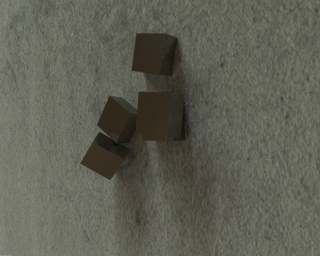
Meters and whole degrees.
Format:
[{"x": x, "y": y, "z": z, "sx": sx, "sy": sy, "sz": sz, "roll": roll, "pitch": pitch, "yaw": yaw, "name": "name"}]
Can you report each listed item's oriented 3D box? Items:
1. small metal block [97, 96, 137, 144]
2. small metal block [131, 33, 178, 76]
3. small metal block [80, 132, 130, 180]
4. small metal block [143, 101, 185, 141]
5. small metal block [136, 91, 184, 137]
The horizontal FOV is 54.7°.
[{"x": -0.059, "y": -0.012, "z": 0.451, "sx": 0.050, "sy": 0.025, "sz": 0.050, "roll": 39, "pitch": 112, "yaw": 33, "name": "small metal block"}, {"x": -0.008, "y": -0.097, "z": 0.410, "sx": 0.050, "sy": 0.025, "sz": 0.050, "roll": 14, "pitch": 99, "yaw": 38, "name": "small metal block"}, {"x": -0.080, "y": 0.041, "z": 0.447, "sx": 0.050, "sy": 0.025, "sz": 0.050, "roll": 31, "pitch": 126, "yaw": -8, "name": "small metal block"}, {"x": 0.004, "y": -0.009, "z": 0.400, "sx": 0.050, "sy": 0.025, "sz": 0.050, "roll": -1, "pitch": 89, "yaw": 39, "name": "small metal block"}, {"x": -0.001, "y": -0.017, "z": 0.371, "sx": 0.050, "sy": 0.025, "sz": 0.050, "roll": 8, "pitch": 95, "yaw": 39, "name": "small metal block"}]
